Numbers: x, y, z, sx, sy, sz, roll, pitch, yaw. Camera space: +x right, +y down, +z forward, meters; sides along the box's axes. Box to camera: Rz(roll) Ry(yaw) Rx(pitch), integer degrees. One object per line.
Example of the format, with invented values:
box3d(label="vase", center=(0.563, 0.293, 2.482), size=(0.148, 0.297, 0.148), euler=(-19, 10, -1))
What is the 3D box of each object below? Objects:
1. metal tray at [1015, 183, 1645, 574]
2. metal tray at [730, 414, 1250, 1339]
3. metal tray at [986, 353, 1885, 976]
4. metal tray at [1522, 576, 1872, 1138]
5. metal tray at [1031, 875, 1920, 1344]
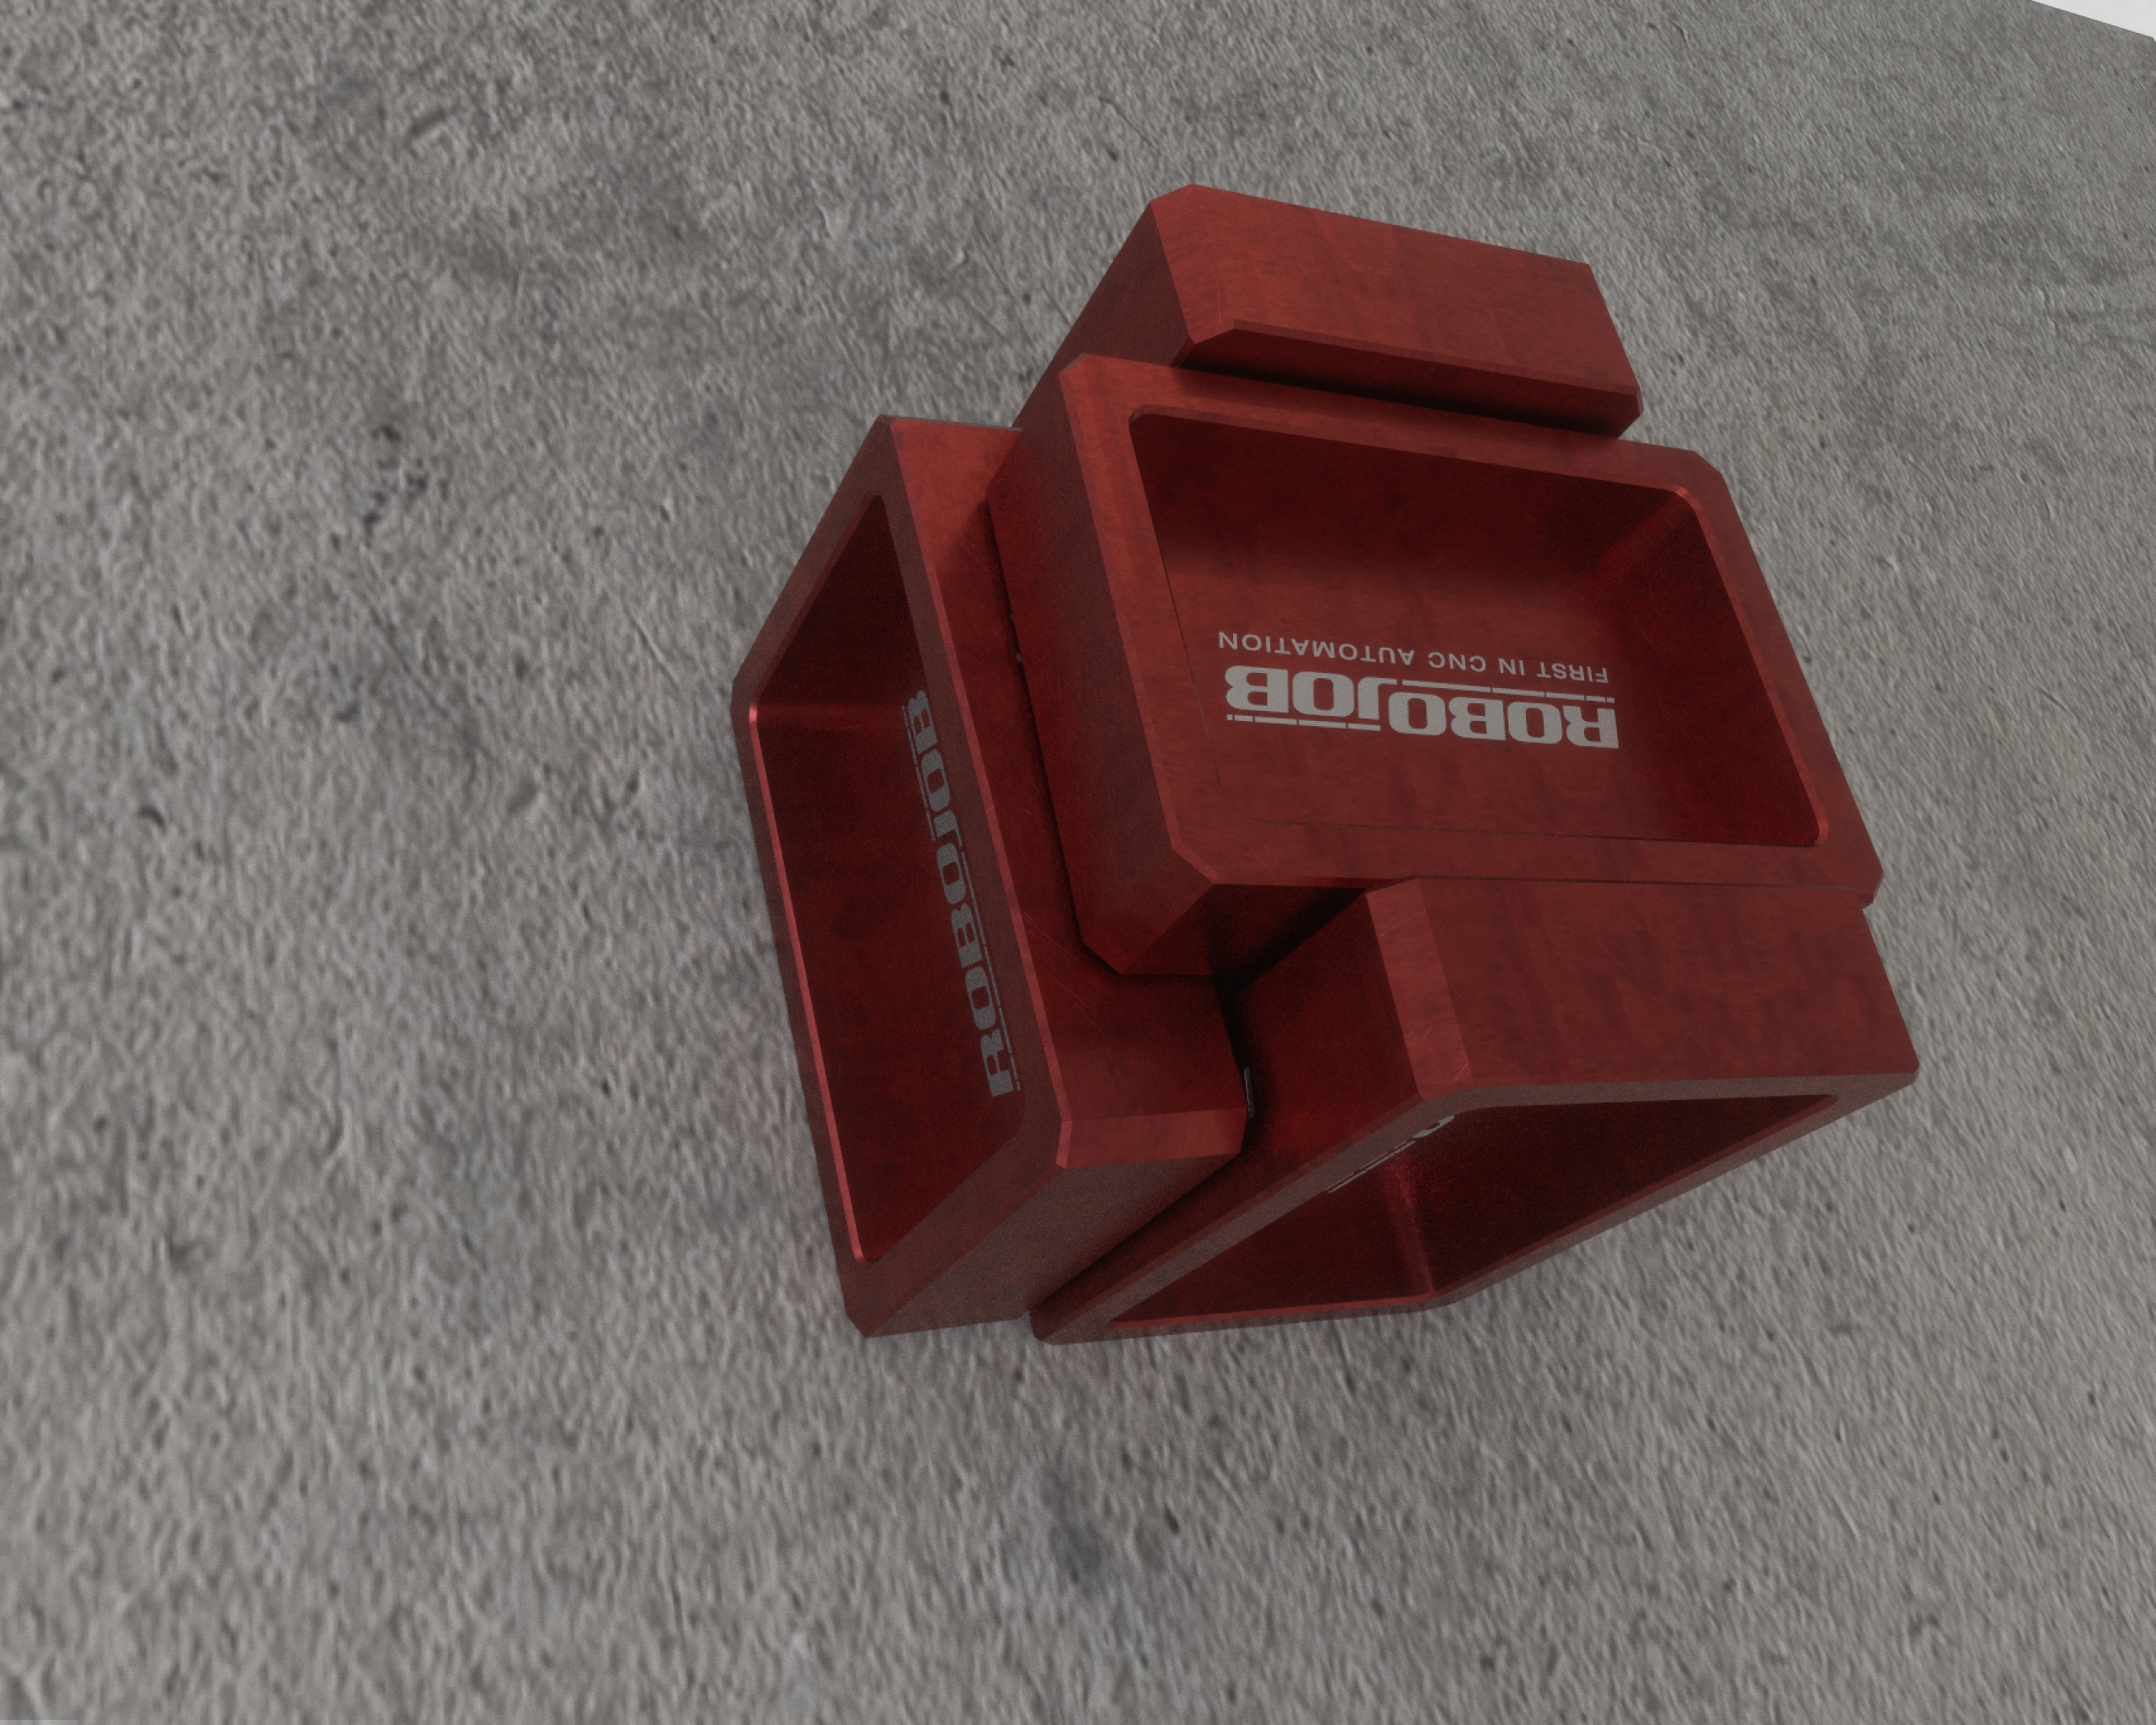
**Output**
box3d(label="metal tray", center=(0.029, -0.063, 0.390), size=(0.091, 0.129, 0.030), euler=(2, 61, -28))
box3d(label="metal tray", center=(-0.021, 0.003, 0.348), size=(0.030, 0.090, 0.130), euler=(-1, 62, -29))
box3d(label="metal tray", center=(0.057, -0.028, 0.331), size=(0.131, 0.030, 0.090), euler=(2, 61, -27))
box3d(label="metal tray", center=(0.093, -0.001, 0.412), size=(0.030, 0.090, 0.130), euler=(2, 61, -28))
box3d(label="metal tray", center=(0.055, 0.044, 0.339), size=(0.091, 0.129, 0.030), euler=(2, 63, -28))
